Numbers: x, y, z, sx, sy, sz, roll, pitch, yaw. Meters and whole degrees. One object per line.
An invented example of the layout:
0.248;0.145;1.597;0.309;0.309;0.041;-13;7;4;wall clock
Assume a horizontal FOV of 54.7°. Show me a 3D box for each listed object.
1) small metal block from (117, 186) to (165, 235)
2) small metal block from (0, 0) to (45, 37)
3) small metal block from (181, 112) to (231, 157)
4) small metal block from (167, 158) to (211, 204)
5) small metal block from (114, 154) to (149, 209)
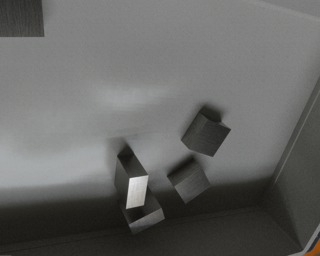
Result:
-0.028;0.119;0.450;0.050;0.050;0.025;-24;127;-14;small metal block
-0.131;-0.108;0.270;0.050;0.025;0.050;-8;122;-24;small metal block
0.067;0.010;0.451;0.050;0.025;0.050;20;108;-36;small metal block
0.046;0.083;0.485;0.050;0.025;0.050;-34;129;-6;small metal block
-0.040;0.070;0.414;0.025;0.050;0.050;-5;121;-26;small metal block
